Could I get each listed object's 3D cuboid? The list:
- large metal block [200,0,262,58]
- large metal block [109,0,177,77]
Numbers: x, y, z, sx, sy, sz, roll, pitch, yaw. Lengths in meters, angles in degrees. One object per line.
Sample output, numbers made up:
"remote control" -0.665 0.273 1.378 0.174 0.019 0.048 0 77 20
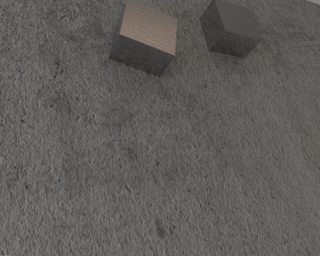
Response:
"large metal block" 0.128 -0.181 0.566 0.081 0.050 0.080 5 60 -26
"large metal block" -0.023 -0.132 0.456 0.081 0.050 0.080 17 55 -18
